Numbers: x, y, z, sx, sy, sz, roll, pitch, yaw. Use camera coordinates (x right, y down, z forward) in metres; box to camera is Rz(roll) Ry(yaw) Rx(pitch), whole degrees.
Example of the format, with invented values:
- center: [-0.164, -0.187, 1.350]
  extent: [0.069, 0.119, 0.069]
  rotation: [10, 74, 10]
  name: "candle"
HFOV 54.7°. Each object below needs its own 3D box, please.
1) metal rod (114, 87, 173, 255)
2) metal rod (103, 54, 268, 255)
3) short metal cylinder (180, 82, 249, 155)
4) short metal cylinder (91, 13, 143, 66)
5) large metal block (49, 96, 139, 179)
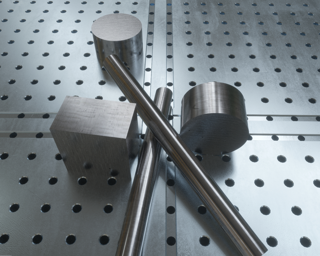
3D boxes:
- center: [-0.018, 0.063, 0.354]
  extent: [0.025, 0.025, 0.300]
  rotation: [7, 50, 6]
  name: "metal rod"
- center: [0.014, 0.017, 0.365]
  extent: [0.025, 0.025, 0.300]
  rotation: [-27, 64, -21]
  name: "metal rod"
- center: [0.065, -0.010, 0.381]
  extent: [0.080, 0.080, 0.050]
  rotation: [3, 50, 2]
  name: "short metal cylinder"
- center: [-0.069, -0.147, 0.514]
  extent: [0.081, 0.050, 0.080]
  rotation: [0, 50, 0]
  name: "short metal cylinder"
- center: [-0.070, 0.012, 0.361]
  extent: [0.080, 0.080, 0.050]
  rotation: [7, 51, 6]
  name: "large metal block"
